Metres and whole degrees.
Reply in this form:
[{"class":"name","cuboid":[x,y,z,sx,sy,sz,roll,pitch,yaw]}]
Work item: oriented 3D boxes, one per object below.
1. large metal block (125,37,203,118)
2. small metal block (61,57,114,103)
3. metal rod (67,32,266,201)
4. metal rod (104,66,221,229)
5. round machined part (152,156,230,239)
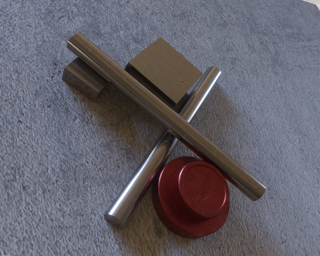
[{"class":"large metal block","cuboid":[0.000,-0.068,0.434,0.080,0.050,0.080,41,51,-1]},{"class":"small metal block","cuboid":[-0.089,-0.069,0.401,0.050,0.025,0.050,37,51,-4]},{"class":"metal rod","cuboid":[0.009,-0.013,0.387,0.300,0.025,0.025,40,51,-2]},{"class":"metal rod","cuboid":[0.021,0.003,0.418,0.025,0.025,0.301,38,51,-3]},{"class":"round machined part","cuboid":[0.043,0.078,0.371,0.099,0.042,0.098,14,56,-21]}]
